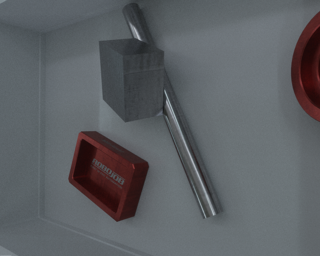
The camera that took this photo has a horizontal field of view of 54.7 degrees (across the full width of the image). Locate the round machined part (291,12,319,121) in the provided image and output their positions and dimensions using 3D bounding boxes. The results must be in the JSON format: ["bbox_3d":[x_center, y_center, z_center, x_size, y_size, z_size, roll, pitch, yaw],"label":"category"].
[{"bbox_3d":[0.157,-0.051,0.248,0.098,0.042,0.097,179,90,-71],"label":"round machined part"}]

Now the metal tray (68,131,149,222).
[{"bbox_3d":[-0.082,0.068,0.468,0.130,0.030,0.089,26,106,36],"label":"metal tray"}]

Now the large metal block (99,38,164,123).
[{"bbox_3d":[-0.037,-0.063,0.389,0.080,0.050,0.079,41,137,51],"label":"large metal block"}]

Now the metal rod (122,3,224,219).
[{"bbox_3d":[0.010,-0.034,0.396,0.025,0.025,0.299,-33,70,35],"label":"metal rod"}]
